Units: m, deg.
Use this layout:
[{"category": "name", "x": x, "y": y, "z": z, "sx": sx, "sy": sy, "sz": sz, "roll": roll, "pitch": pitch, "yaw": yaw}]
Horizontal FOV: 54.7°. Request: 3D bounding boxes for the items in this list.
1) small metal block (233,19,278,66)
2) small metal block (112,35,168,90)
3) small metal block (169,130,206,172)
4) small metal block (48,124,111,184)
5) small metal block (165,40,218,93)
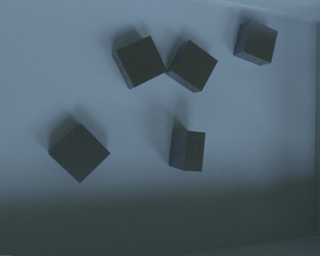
[{"category": "small metal block", "x": 0.143, "y": -0.126, "z": 0.463, "sx": 0.050, "sy": 0.025, "sz": 0.050, "roll": 15, "pitch": 85, "yaw": -20}, {"category": "small metal block", "x": -0.026, "y": -0.084, "z": 0.400, "sx": 0.050, "sy": 0.025, "sz": 0.050, "roll": -30, "pitch": 100, "yaw": -18}, {"category": "small metal block", "x": 0.035, "y": 0.029, "z": 0.410, "sx": 0.025, "sy": 0.050, "sz": 0.050, "roll": 6, "pitch": 88, "yaw": -20}, {"category": "small metal block", "x": -0.097, "y": 0.030, "z": 0.375, "sx": 0.050, "sy": 0.025, "sz": 0.050, "roll": -46, "pitch": 104, "yaw": -14}, {"category": "small metal block", "x": 0.044, "y": -0.084, "z": 0.426, "sx": 0.050, "sy": 0.025, "sz": 0.050, "roll": 32, "pitch": 80, "yaw": -17}]
